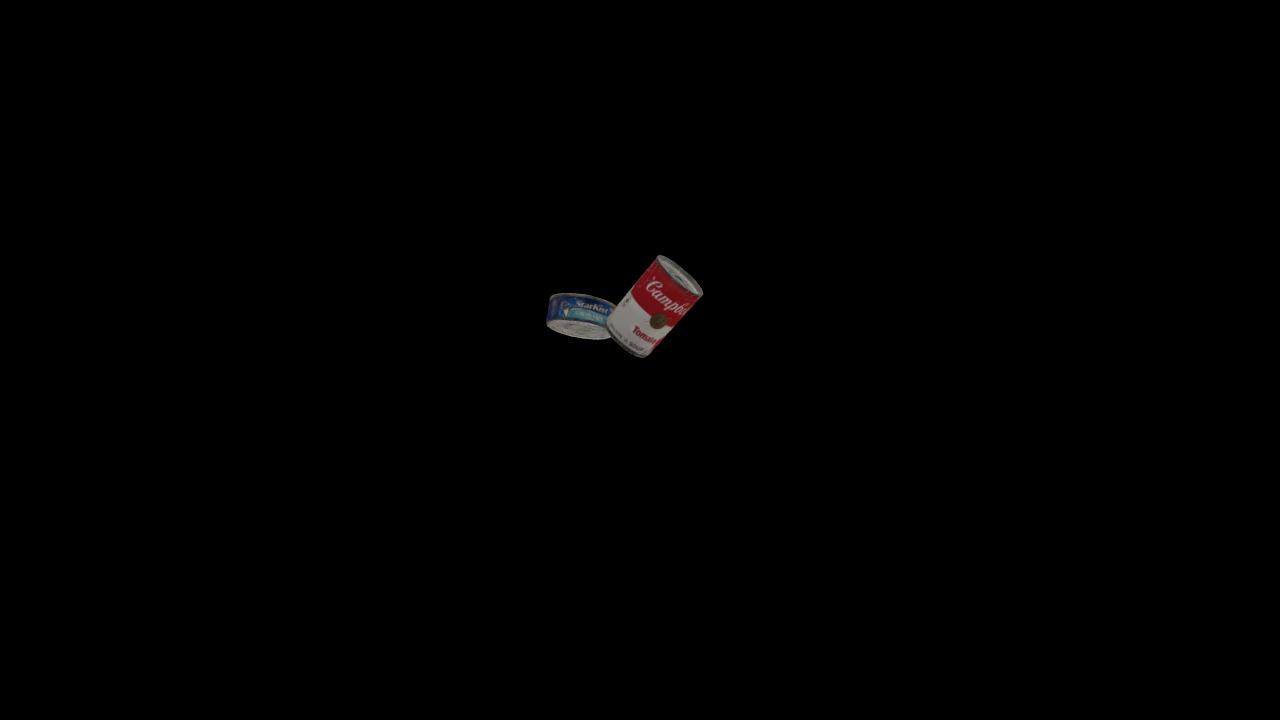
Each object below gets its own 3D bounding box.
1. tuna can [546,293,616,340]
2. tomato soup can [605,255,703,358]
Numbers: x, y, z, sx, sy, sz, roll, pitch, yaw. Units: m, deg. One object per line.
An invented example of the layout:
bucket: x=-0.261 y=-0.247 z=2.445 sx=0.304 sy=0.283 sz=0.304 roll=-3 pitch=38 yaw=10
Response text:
tuna can: x=-0.069 y=-0.051 z=0.734 sx=0.084 sy=0.034 sz=0.084 roll=8 pitch=-12 yaw=2
tomato soup can: x=0.014 y=-0.060 z=0.701 sx=0.101 sy=0.068 sz=0.068 roll=-48 pitch=-21 yaw=21
